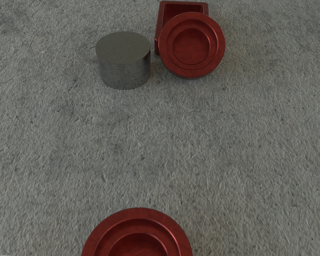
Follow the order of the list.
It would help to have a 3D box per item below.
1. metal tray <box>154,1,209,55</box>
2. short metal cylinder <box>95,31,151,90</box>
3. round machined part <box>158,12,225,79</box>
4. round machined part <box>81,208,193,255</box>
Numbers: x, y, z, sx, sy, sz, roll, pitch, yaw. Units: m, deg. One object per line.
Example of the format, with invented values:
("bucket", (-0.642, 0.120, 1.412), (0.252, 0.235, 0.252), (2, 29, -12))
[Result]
("metal tray", (0.040, -0.179, 0.550), (0.091, 0.030, 0.130), (3, 50, 2))
("short metal cylinder", (-0.055, -0.104, 0.473), (0.081, 0.050, 0.080), (0, 50, 0))
("round machined part", (0.047, -0.122, 0.475), (0.099, 0.042, 0.097), (0, 88, 2))
("round machined part", (-0.020, 0.128, 0.285), (0.099, 0.042, 0.098), (0, 50, 0))
